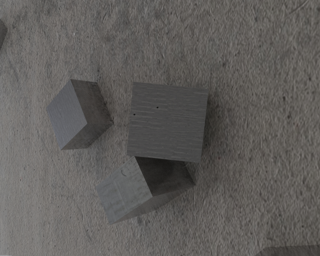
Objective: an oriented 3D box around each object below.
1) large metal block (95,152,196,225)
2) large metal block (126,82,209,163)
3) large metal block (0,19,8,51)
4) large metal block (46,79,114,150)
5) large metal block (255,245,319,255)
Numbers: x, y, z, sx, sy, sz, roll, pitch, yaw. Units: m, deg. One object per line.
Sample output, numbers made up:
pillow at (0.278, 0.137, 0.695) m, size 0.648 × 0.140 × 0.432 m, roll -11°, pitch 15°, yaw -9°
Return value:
large metal block at (-0.018, 0.072, 0.384) m, size 0.080 × 0.081 × 0.050 m, roll -40°, pitch 66°, yaw 33°
large metal block at (0.008, -0.008, 0.356) m, size 0.080 × 0.050 × 0.079 m, roll 6°, pitch 94°, yaw 1°
large metal block at (-0.410, -0.213, 0.708) m, size 0.050 × 0.081 × 0.080 m, roll 50°, pitch 119°, yaw 28°
large metal block at (-0.130, -0.020, 0.496) m, size 0.080 × 0.050 × 0.080 m, roll -38°, pitch 67°, yaw 33°
large metal block at (0.134, 0.154, 0.278) m, size 0.080 × 0.050 × 0.080 m, roll -21°, pitch 77°, yaw 38°
